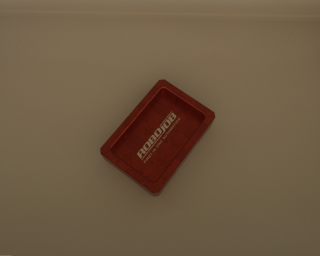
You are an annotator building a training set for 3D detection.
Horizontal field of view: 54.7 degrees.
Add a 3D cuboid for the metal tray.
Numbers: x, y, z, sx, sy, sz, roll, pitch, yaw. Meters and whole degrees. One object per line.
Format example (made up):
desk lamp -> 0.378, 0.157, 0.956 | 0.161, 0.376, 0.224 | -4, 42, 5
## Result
metal tray -> -0.001, 0.010, 0.403 | 0.090, 0.030, 0.130 | 35, 73, 11
